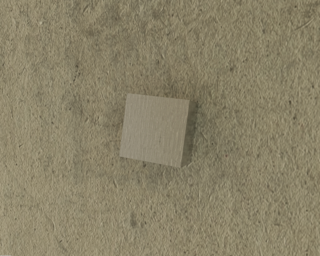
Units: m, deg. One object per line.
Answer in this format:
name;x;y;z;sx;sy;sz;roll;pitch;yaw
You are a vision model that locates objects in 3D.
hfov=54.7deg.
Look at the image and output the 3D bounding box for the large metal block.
large metal block;0.000;0.001;0.396;0.080;0.050;0.079;8;93;19
